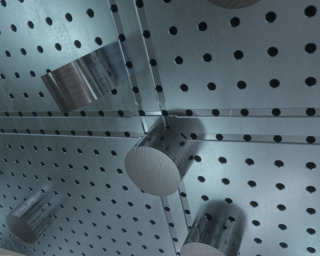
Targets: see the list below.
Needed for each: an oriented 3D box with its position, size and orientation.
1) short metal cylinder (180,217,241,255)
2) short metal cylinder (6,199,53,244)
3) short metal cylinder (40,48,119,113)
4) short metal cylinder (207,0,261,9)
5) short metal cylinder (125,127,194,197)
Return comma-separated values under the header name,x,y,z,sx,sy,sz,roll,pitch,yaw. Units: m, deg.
name,x,y,z,sx,sy,sz,roll,pitch,yaw
short metal cylinder,0.077,0.183,0.467,0.080,0.050,0.079,13,124,20
short metal cylinder,-0.278,0.198,0.661,0.080,0.050,0.079,13,124,20
short metal cylinder,-0.100,-0.060,0.389,0.080,0.080,0.050,-14,111,33
short metal cylinder,0.070,-0.148,0.266,0.080,0.050,0.079,13,124,20
short metal cylinder,-0.001,0.046,0.422,0.080,0.050,0.079,13,124,20
